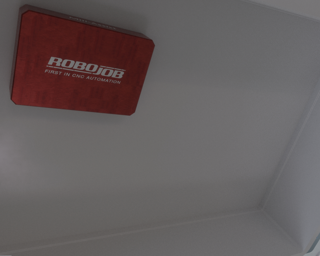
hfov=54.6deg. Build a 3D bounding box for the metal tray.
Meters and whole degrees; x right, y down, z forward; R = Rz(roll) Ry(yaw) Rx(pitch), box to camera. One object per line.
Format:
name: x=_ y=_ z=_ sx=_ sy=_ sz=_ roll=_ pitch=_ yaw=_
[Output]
metal tray: x=-0.079 y=-0.064 z=0.322 sx=0.131 sy=0.030 sz=0.089 roll=5 pitch=116 yaw=-31
